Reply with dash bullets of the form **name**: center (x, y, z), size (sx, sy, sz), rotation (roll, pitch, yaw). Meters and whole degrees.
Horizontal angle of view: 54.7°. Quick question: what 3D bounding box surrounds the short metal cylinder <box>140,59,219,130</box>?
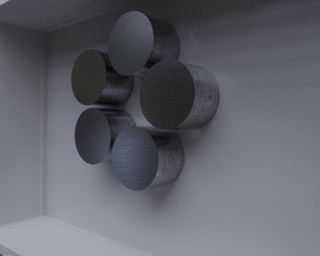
- **short metal cylinder**: center (0.022, -0.038, 0.370), size (0.080, 0.050, 0.080), rotation (0, 90, 40)

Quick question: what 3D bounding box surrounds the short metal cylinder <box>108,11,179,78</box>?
- **short metal cylinder**: center (-0.022, -0.106, 0.406), size (0.080, 0.050, 0.080), rotation (0, 90, 40)

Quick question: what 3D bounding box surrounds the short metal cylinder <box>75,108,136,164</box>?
- **short metal cylinder**: center (-0.080, 0.011, 0.454), size (0.080, 0.050, 0.080), rotation (0, 90, 40)

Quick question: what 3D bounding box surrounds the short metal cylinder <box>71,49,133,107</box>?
- **short metal cylinder**: center (-0.087, -0.072, 0.460), size (0.080, 0.050, 0.080), rotation (0, 90, 40)

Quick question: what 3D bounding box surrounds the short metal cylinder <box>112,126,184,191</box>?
- **short metal cylinder**: center (-0.016, 0.037, 0.402), size (0.080, 0.050, 0.080), rotation (0, 90, 40)
